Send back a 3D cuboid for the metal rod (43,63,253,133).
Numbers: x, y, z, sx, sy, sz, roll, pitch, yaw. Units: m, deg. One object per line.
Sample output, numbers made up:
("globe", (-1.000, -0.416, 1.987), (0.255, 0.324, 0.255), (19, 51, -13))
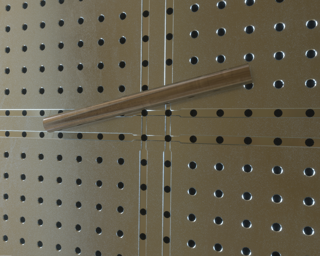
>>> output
("metal rod", (-0.030, -0.036, 0.422), (0.301, 0.025, 0.025), (-12, 86, 19))
